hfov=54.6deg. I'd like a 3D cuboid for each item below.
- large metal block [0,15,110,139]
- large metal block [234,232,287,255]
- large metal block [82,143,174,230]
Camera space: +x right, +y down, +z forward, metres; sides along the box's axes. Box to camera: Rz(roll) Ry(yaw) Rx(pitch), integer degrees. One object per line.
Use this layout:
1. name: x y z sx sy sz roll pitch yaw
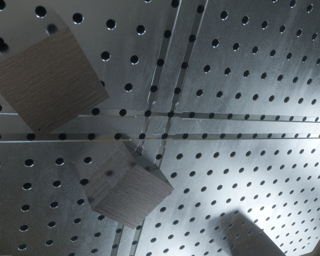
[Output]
1. large metal block: -0.109 -0.050 0.304 0.080 0.050 0.080 -32 129 -8
2. large metal block: 0.217 0.285 0.669 0.081 0.080 0.050 -19 126 -18
3. large metal block: -0.042 0.080 0.421 0.080 0.050 0.080 -46 129 4
